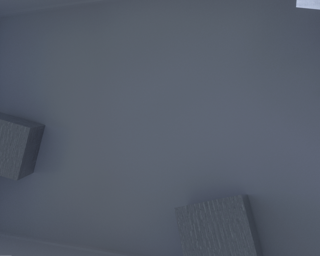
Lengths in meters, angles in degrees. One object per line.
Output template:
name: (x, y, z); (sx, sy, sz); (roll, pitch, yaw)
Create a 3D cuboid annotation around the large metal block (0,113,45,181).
large metal block: (-0.232, 0.025, 0.468); (0.080, 0.050, 0.080); (16, 96, 2)

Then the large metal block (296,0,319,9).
large metal block: (0.167, -0.126, 0.238); (0.080, 0.081, 0.050); (32, 142, 46)

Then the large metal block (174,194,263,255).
large metal block: (0.070, 0.126, 0.364); (0.080, 0.050, 0.080); (-16, 73, 19)
